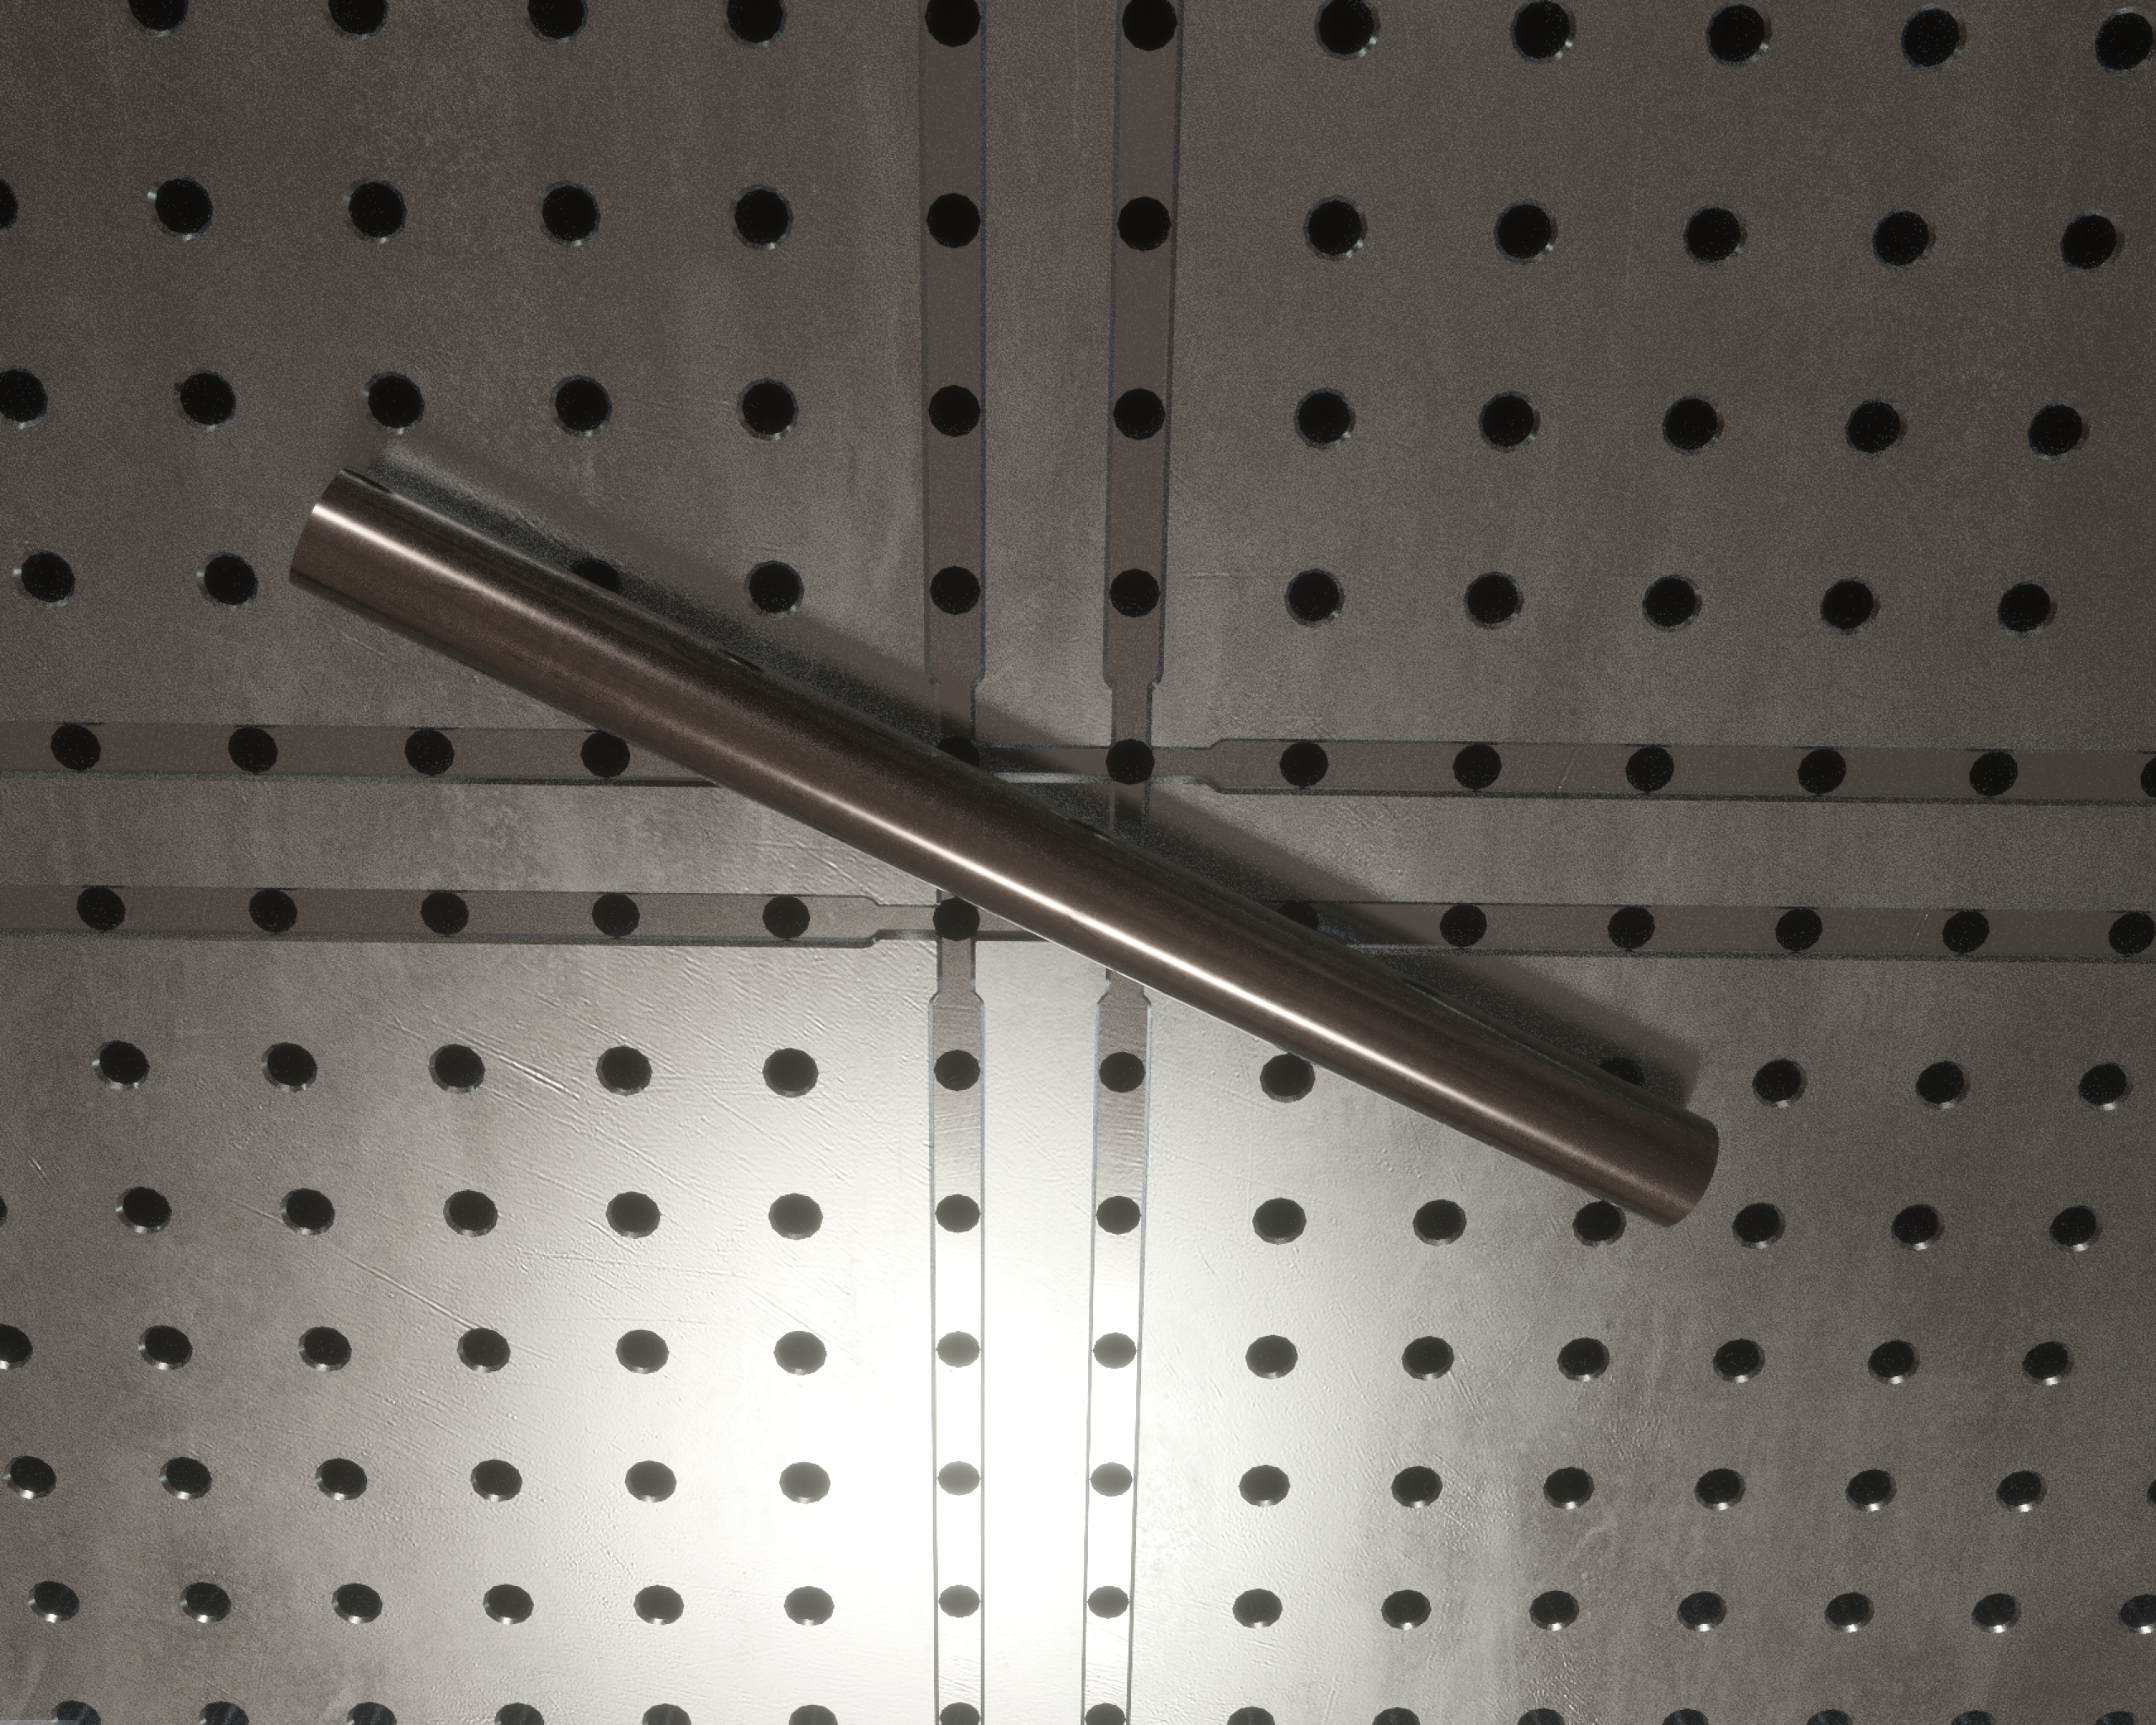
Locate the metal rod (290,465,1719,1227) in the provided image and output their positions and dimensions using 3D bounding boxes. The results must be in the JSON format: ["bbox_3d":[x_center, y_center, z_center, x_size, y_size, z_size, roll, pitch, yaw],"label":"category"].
[{"bbox_3d":[-0.007,0.001,0.414,0.301,0.025,0.025,26,108,-10],"label":"metal rod"}]
